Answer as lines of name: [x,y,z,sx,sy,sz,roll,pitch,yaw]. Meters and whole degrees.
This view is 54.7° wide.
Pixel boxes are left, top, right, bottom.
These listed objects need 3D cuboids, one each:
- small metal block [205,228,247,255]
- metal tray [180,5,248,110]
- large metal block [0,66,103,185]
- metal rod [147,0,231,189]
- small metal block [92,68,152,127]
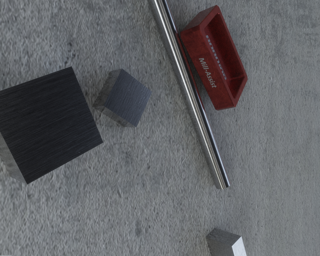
small metal block: [0.103,0.189,0.478,0.025,0.050,0.050,-28,108,-37]
metal tray: [0.085,-0.103,0.458,0.130,0.030,0.090,59,41,-24]
large metal block: [-0.114,-0.005,0.294,0.081,0.050,0.080,-31,110,-36]
metal rod: [0.047,-0.042,0.446,0.025,0.025,0.299,-35,112,-35]
small metal block: [-0.044,-0.035,0.370,0.050,0.025,0.050,35,68,-35]
